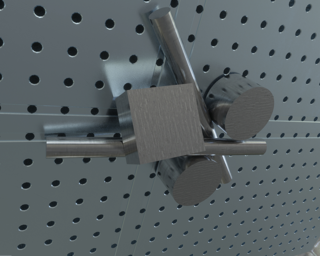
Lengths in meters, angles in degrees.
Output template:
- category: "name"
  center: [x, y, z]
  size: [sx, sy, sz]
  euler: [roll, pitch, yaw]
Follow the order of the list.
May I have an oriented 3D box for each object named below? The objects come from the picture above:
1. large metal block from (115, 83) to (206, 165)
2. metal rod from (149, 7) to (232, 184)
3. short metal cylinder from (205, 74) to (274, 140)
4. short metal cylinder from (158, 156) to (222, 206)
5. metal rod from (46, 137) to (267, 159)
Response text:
- category: "large metal block"
  center: [-0.001, -0.004, 0.364]
  size: [0.081, 0.050, 0.080]
  euler: [-10, 88, -23]
- category: "metal rod"
  center: [0.054, -0.020, 0.425]
  size: [0.025, 0.025, 0.299]
  euler: [-33, 129, -7]
- category: "short metal cylinder"
  center: [0.110, -0.030, 0.433]
  size: [0.081, 0.050, 0.079]
  euler: [-14, 124, -21]
- category: "short metal cylinder"
  center: [0.043, 0.067, 0.456]
  size: [0.081, 0.050, 0.079]
  euler: [-14, 124, -21]
- category: "metal rod"
  center: [0.011, 0.025, 0.407]
  size: [0.303, 0.025, 0.025]
  euler: [1, 118, -22]
